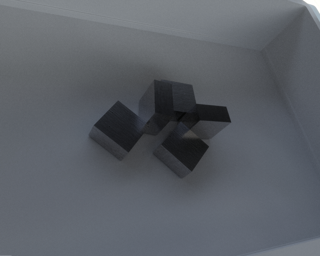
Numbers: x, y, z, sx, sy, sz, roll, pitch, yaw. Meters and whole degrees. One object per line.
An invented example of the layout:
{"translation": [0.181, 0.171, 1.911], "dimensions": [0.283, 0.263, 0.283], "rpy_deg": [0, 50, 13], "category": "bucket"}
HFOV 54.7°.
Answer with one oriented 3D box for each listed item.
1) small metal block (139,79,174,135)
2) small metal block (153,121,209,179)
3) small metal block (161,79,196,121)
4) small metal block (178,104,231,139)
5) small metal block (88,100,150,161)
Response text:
{"translation": [-0.006, -0.026, 0.401], "dimensions": [0.025, 0.050, 0.050], "rpy_deg": [12, 57, -22], "category": "small metal block"}
{"translation": [0.028, 0.028, 0.402], "dimensions": [0.050, 0.025, 0.050], "rpy_deg": [42, 51, 0], "category": "small metal block"}
{"translation": [0.023, -0.038, 0.440], "dimensions": [0.050, 0.025, 0.050], "rpy_deg": [6, 59, -25], "category": "small metal block"}
{"translation": [0.060, -0.008, 0.426], "dimensions": [0.050, 0.050, 0.025], "rpy_deg": [3, 61, -27], "category": "small metal block"}
{"translation": [-0.049, 0.003, 0.376], "dimensions": [0.050, 0.025, 0.050], "rpy_deg": [39, 51, -3], "category": "small metal block"}
